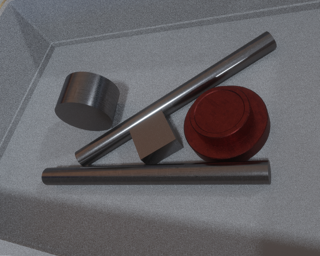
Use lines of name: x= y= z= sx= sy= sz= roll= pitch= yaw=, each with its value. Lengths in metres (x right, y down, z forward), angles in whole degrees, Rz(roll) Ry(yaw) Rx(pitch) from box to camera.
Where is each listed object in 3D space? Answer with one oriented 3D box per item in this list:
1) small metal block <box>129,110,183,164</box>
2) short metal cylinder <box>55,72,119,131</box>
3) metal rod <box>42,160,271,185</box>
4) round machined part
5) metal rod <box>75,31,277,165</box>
small metal block: x=-0.006 y=0.014 z=0.396 sx=0.050 sy=0.025 sz=0.050 roll=-31 pitch=52 yaw=8
short metal cylinder: x=-0.103 y=-0.036 z=0.443 sx=0.080 sy=0.080 sz=0.050 roll=-5 pitch=60 yaw=25
metal rod: x=-0.024 y=0.057 z=0.380 sx=0.301 sy=0.025 sz=0.025 roll=-5 pitch=60 yaw=25
round machined part: x=0.073 y=-0.010 z=0.358 sx=0.098 sy=0.042 sz=0.098 roll=-13 pitch=56 yaw=20
metal rod: x=0.016 y=-0.035 z=0.416 sx=0.300 sy=0.025 sz=0.025 roll=-32 pitch=52 yaw=7
